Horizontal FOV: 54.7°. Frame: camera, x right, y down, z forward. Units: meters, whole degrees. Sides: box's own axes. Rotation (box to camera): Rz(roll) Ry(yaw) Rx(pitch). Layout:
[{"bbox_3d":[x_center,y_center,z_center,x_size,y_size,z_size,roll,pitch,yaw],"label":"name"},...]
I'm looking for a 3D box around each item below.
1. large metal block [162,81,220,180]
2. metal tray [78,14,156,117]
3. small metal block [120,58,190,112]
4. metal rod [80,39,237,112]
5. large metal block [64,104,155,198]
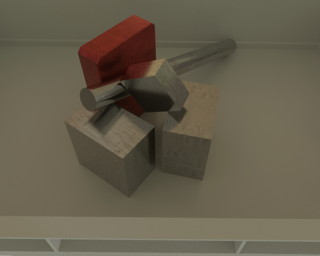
[{"bbox_3d":[0.036,0.003,0.367,0.050,0.080,0.080,10,51,8],"label":"large metal block"},{"bbox_3d":[-0.045,-0.061,0.385,0.030,0.129,0.090,33,58,25],"label":"metal tray"},{"bbox_3d":[-0.005,-0.043,0.327,0.050,0.050,0.025,0,51,42],"label":"small metal block"},{"bbox_3d":[0.022,-0.083,0.415,0.025,0.025,0.302,34,41,25],"label":"metal rod"},{"bbox_3d":[-0.053,0.021,0.351,0.080,0.080,0.050,29,56,22],"label":"large metal block"}]
